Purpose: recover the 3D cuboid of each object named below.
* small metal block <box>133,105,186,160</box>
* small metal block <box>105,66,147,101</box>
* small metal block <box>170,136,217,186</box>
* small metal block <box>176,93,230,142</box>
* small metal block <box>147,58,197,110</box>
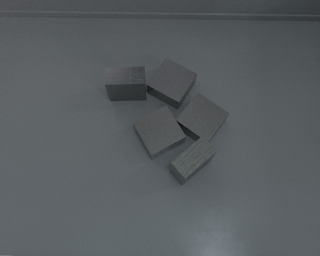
[{"bbox_3d":[-0.001,0.006,0.407,0.050,0.025,0.050,-28,73,-10],"label":"small metal block"},{"bbox_3d":[-0.045,-0.058,0.417,0.050,0.050,0.025,-2,70,-1],"label":"small metal block"},{"bbox_3d":[0.040,0.041,0.381,0.050,0.050,0.025,-38,75,-13],"label":"small metal block"},{"bbox_3d":[0.056,-0.010,0.414,0.050,0.025,0.050,36,74,12],"label":"small metal block"},{"bbox_3d":[0.017,-0.062,0.432,0.050,0.025,0.050,30,73,10],"label":"small metal block"}]
